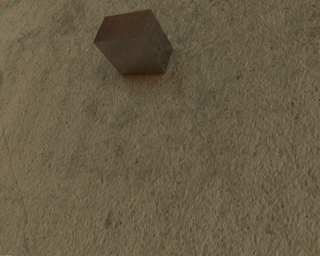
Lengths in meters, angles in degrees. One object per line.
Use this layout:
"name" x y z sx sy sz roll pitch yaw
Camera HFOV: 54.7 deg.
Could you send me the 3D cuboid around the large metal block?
"large metal block" -0.037 -0.124 0.464 0.080 0.080 0.050 3 63 29
